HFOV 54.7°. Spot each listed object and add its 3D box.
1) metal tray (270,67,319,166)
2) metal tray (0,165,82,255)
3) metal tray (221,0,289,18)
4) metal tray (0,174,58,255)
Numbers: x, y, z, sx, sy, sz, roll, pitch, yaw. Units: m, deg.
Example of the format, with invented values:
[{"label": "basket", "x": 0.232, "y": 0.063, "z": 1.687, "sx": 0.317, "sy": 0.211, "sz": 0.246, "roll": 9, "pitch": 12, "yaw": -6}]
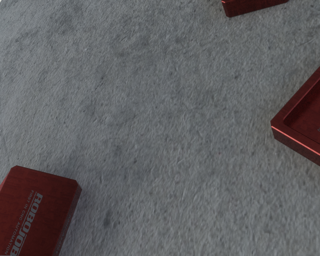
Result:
[{"label": "metal tray", "x": 0.190, "y": -0.022, "z": 0.314, "sx": 0.130, "sy": 0.030, "sz": 0.090, "roll": -47, "pitch": 52, "yaw": -5}, {"label": "metal tray", "x": -0.163, "y": 0.120, "z": 0.386, "sx": 0.090, "sy": 0.030, "sz": 0.130, "roll": 14, "pitch": 66, "yaw": 3}, {"label": "metal tray", "x": 0.141, "y": -0.233, "z": 0.469, "sx": 0.090, "sy": 0.030, "sz": 0.130, "roll": -8, "pitch": 58, "yaw": 23}, {"label": "metal tray", "x": -0.208, "y": 0.131, "z": 0.426, "sx": 0.090, "sy": 0.030, "sz": 0.130, "roll": 18, "pitch": 71, "yaw": 34}]
